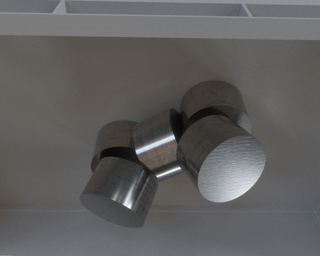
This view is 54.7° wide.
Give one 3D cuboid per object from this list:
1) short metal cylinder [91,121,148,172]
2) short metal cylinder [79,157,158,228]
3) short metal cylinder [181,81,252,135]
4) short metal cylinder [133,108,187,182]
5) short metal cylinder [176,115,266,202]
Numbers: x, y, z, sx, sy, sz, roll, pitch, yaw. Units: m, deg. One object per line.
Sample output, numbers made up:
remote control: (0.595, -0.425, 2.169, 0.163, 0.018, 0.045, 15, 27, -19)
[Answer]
short metal cylinder: (-0.049, 0.037, 0.421, 0.081, 0.050, 0.079, 0, 130, 0)
short metal cylinder: (-0.048, 0.078, 0.372, 0.080, 0.050, 0.080, 15, 145, 12)
short metal cylinder: (0.067, -0.011, 0.382, 0.081, 0.050, 0.079, 0, 130, 0)
short metal cylinder: (0.009, 0.022, 0.389, 0.050, 0.080, 0.080, -23, 127, 18)
short metal cylinder: (0.065, 0.032, 0.333, 0.081, 0.050, 0.079, -11, 120, -19)
